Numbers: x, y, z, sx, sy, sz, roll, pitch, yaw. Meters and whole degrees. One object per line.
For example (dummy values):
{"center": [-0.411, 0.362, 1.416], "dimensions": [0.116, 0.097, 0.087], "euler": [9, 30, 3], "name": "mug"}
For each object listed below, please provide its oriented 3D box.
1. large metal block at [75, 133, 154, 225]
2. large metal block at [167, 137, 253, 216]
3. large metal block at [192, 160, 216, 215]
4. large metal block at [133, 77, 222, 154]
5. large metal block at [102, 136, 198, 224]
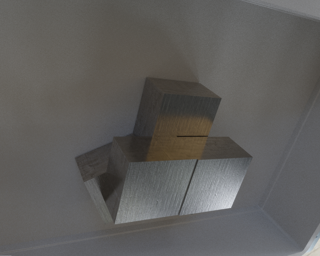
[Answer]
{"center": [-0.053, 0.065, 0.402], "dimensions": [0.081, 0.050, 0.080], "euler": [-24, 127, -14], "name": "large metal block"}
{"center": [0.057, 0.058, 0.391], "dimensions": [0.081, 0.050, 0.079], "euler": [1, 118, -29], "name": "large metal block"}
{"center": [0.040, 0.070, 0.454], "dimensions": [0.080, 0.050, 0.080], "euler": [-47, 129, 5], "name": "large metal block"}
{"center": [0.020, -0.014, 0.392], "dimensions": [0.081, 0.050, 0.079], "euler": [1, 118, -29], "name": "large metal block"}
{"center": [-0.014, 0.056, 0.353], "dimensions": [0.081, 0.050, 0.079], "euler": [1, 118, -29], "name": "large metal block"}
